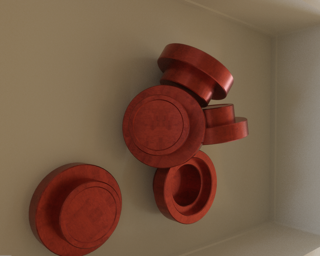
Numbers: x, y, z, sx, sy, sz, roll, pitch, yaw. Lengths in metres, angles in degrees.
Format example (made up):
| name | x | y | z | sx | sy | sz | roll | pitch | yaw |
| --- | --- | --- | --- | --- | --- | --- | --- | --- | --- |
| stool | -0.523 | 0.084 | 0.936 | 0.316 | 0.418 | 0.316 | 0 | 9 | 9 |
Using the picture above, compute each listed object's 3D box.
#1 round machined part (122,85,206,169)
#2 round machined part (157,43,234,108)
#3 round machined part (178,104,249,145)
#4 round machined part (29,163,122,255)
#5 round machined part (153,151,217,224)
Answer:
| name | x | y | z | sx | sy | sz | roll | pitch | yaw |
| --- | --- | --- | --- | --- | --- | --- | --- | --- | --- |
| round machined part | 0.003 | -0.002 | 0.358 | 0.042 | 0.098 | 0.097 | 16 | 77 | -76 |
| round machined part | 0.039 | -0.060 | 0.393 | 0.098 | 0.098 | 0.042 | 34 | 80 | -35 |
| round machined part | 0.066 | -0.008 | 0.414 | 0.099 | 0.098 | 0.042 | -13 | 99 | -39 |
| round machined part | -0.081 | 0.087 | 0.328 | 0.099 | 0.042 | 0.097 | 0 | 90 | -40 |
| round machined part | 0.029 | 0.076 | 0.420 | 0.099 | 0.042 | 0.097 | 0 | 90 | -40 |
